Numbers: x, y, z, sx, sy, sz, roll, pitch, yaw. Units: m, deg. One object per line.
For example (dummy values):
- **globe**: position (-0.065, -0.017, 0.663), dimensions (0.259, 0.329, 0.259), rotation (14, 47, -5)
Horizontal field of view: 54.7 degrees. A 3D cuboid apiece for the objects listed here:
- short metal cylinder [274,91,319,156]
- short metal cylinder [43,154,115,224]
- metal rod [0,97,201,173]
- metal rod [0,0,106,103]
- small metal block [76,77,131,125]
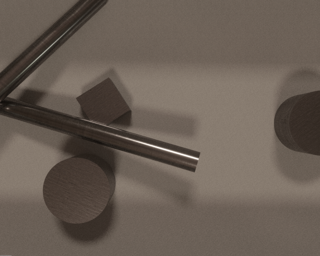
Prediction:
- **short metal cylinder**: position (0.197, -0.006, 0.402), dimensions (0.081, 0.050, 0.079), rotation (0, 90, -1)
- **short metal cylinder**: position (-0.101, 0.075, 0.398), dimensions (0.081, 0.050, 0.079), rotation (0, 90, -1)
- **metal rod**: position (-0.099, 0.000, 0.388), dimensions (0.301, 0.025, 0.025), rotation (16, 90, 8)
- **metal rod**: position (-0.181, -0.066, 0.385), dimensions (0.025, 0.025, 0.300), rotation (43, 80, 0)
- **small metal block**: position (-0.074, -0.031, 0.410), dimensions (0.050, 0.025, 0.050), rotation (-33, 91, -1)
